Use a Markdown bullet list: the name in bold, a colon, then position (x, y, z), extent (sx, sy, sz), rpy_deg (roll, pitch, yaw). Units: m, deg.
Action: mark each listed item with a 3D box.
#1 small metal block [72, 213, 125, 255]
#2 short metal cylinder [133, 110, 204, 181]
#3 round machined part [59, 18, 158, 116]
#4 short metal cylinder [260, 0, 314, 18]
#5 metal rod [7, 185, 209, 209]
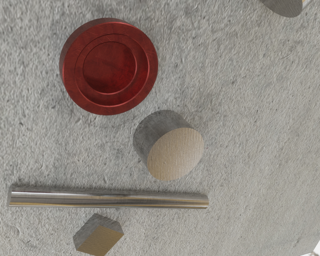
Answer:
- **small metal block**: position (-0.090, 0.158, 0.456), extent (0.050, 0.025, 0.050), rpy_deg (-48, 129, 5)
- **short metal cylinder**: position (0.010, 0.022, 0.410), extent (0.081, 0.050, 0.079), rpy_deg (-14, 124, -21)
- **round machined part**: position (-0.055, -0.065, 0.325), extent (0.099, 0.042, 0.097), rpy_deg (-14, 124, -21)
- **short metal cylinder**: position (0.143, -0.171, 0.344), extent (0.050, 0.080, 0.080), rpy_deg (-45, 129, 3)
- **metal rod**: position (-0.050, 0.102, 0.442), extent (0.302, 0.025, 0.025), rpy_deg (10, 113, -33)
